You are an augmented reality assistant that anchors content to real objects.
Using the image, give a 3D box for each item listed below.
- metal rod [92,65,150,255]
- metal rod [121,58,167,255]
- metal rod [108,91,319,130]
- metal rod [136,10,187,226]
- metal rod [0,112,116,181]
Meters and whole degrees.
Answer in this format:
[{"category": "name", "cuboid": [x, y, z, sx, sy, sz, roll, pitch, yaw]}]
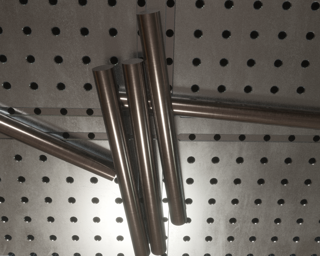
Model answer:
[{"category": "metal rod", "cuboid": [-0.046, 0.063, 0.419, 0.025, 0.025, 0.298, -7, 116, 2]}, {"category": "metal rod", "cuboid": [-0.017, 0.057, 0.417, 0.025, 0.025, 0.298, -6, 117, 1]}, {"category": "metal rod", "cuboid": [0.077, -0.023, 0.406, 0.302, 0.025, 0.025, 5, 110, -3]}, {"category": "metal rod", "cuboid": [0.008, 0.008, 0.393, 0.025, 0.025, 0.298, -8, 119, 2]}, {"category": "metal rod", "cuboid": [-0.197, 0.000, 0.410, 0.301, 0.025, 0.025, 25, 108, -10]}]
